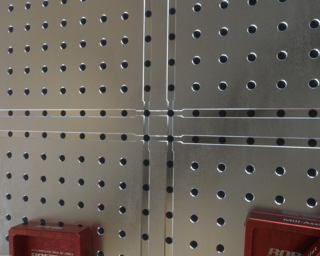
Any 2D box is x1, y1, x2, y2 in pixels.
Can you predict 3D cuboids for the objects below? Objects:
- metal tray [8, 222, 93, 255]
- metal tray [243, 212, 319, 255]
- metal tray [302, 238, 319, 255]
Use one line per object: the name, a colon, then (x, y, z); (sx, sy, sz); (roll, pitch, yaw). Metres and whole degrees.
metal tray: (-0.166, 0.195, 0.469); (0.130, 0.030, 0.090); (-3, 89, 20)
metal tray: (0.163, 0.152, 0.352); (0.130, 0.030, 0.090); (3, 91, 20)
metal tray: (0.181, 0.170, 0.313); (0.090, 0.030, 0.130); (40, 102, 15)
